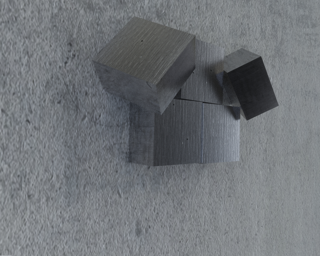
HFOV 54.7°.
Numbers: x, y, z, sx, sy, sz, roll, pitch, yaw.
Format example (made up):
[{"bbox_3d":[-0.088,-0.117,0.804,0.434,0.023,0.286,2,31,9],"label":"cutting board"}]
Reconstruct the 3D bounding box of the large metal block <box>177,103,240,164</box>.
[{"bbox_3d":[0.071,0.008,0.449,0.081,0.050,0.079,2,89,-40],"label":"large metal block"}]

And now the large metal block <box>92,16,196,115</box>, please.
[{"bbox_3d":[-0.014,-0.072,0.351,0.080,0.080,0.050,-55,157,-26],"label":"large metal block"}]

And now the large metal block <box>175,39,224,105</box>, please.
[{"bbox_3d":[0.042,-0.075,0.428,0.081,0.050,0.080,4,88,-40],"label":"large metal block"}]

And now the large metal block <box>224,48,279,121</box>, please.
[{"bbox_3d":[0.129,-0.069,0.473,0.050,0.080,0.080,-26,112,6],"label":"large metal block"}]

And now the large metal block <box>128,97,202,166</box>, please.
[{"bbox_3d":[0.008,0.005,0.398,0.081,0.050,0.079,2,89,-40],"label":"large metal block"}]
